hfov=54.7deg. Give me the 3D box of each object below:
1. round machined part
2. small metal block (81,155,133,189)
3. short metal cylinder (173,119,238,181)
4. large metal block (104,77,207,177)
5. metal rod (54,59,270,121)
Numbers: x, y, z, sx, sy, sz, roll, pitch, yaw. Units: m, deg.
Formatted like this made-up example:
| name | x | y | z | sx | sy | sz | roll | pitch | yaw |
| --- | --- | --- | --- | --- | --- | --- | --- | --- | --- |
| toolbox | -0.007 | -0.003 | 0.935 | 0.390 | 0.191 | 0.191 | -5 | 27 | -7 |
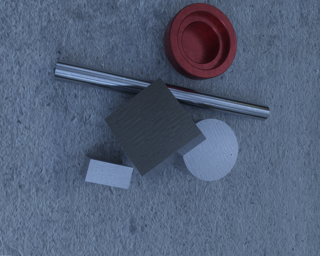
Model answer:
| name | x | y | z | sx | sy | sz | roll | pitch | yaw |
| --- | --- | --- | --- | --- | --- | --- | --- | --- | --- |
| round machined part | 0.051 | -0.113 | 0.420 | 0.099 | 0.042 | 0.097 | 0 | 90 | -21 |
| small metal block | -0.065 | 0.052 | 0.372 | 0.050 | 0.050 | 0.025 | 15 | 85 | -20 |
| short metal cylinder | 0.057 | 0.028 | 0.418 | 0.081 | 0.050 | 0.079 | 0 | 90 | -21 |
| large metal block | -0.004 | 0.002 | 0.366 | 0.080 | 0.050 | 0.080 | -37 | 74 | 5 |
| metal rod | 0.017 | -0.046 | 0.416 | 0.302 | 0.025 | 0.025 | 9 | 87 | -20 |
